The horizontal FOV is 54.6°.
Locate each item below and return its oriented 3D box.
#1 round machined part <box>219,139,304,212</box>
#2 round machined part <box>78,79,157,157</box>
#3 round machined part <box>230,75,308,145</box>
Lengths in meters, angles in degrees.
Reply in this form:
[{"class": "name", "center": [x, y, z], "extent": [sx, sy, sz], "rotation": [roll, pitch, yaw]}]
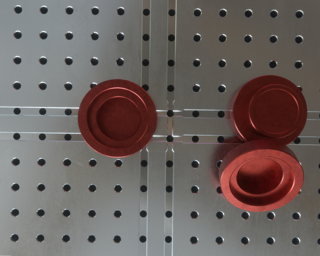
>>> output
[{"class": "round machined part", "center": [0.124, 0.055, 0.392], "extent": [0.098, 0.042, 0.097], "rotation": [2, 119, 3]}, {"class": "round machined part", "center": [-0.053, -0.012, 0.405], "extent": [0.099, 0.042, 0.097], "rotation": [0, 90, 0]}, {"class": "round machined part", "center": [0.145, -0.021, 0.406], "extent": [0.099, 0.042, 0.097], "rotation": [0, 90, 0]}]
